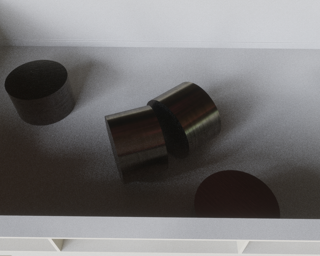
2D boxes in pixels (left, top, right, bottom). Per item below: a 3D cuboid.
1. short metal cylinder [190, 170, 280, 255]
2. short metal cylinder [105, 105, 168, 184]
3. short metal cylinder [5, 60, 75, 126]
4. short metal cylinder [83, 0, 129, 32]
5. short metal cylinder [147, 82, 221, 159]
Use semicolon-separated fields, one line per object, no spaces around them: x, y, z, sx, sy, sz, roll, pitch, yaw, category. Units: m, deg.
0.073;0.090;0.313;0.080;0.050;0.080;0;50;0;short metal cylinder
-0.028;0.019;0.353;0.050;0.080;0.080;-15;52;-12;short metal cylinder
-0.164;-0.050;0.429;0.080;0.050;0.080;0;50;0;short metal cylinder
-0.100;-0.225;0.580;0.080;0.050;0.080;0;50;0;short metal cylinder
0.027;-0.009;0.377;0.050;0.080;0.080;-32;57;-24;short metal cylinder
